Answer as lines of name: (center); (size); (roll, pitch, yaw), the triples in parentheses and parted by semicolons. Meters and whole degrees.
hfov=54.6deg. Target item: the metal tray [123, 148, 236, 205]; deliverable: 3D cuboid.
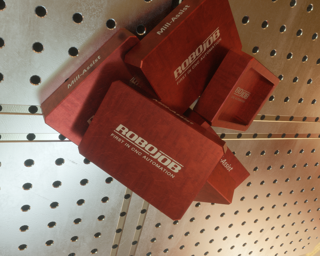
metal tray: (0.018, 0.061, 0.396); (0.090, 0.130, 0.030); (45, 54, -39)

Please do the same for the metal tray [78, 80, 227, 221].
metal tray: (-0.010, 0.021, 0.320); (0.090, 0.130, 0.030); (-59, 169, 14)

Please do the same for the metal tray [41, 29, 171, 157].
metal tray: (-0.056, -0.035, 0.355); (0.130, 0.030, 0.090); (-43, 130, 2)

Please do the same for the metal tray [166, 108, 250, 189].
metal tray: (0.058, 0.019, 0.410); (0.030, 0.090, 0.130); (-44, 129, 2)

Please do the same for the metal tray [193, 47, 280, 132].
metal tray: (0.104, -0.043, 0.406); (0.131, 0.030, 0.090); (7, 118, -56)

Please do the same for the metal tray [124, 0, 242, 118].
metal tray: (0.032, -0.084, 0.349); (0.130, 0.030, 0.090); (-47, 134, -14)
